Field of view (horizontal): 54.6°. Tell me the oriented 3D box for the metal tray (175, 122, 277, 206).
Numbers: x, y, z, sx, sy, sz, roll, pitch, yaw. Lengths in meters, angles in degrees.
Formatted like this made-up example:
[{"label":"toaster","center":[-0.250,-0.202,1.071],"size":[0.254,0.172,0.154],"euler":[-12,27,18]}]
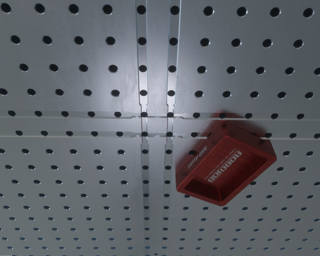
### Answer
[{"label":"metal tray","center":[0.093,0.059,0.458],"size":[0.090,0.030,0.129],"euler":[23,127,-19]}]
